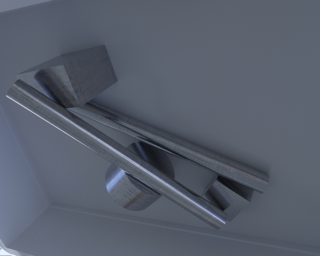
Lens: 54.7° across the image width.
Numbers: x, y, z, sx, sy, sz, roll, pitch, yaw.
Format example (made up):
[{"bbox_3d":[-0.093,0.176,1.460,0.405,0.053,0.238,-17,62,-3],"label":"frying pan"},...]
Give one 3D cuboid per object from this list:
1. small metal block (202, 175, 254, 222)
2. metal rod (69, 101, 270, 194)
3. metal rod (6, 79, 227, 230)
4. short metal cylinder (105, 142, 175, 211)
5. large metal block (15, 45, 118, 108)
[{"bbox_3d":[0.088,0.091,0.416,0.050,0.025,0.050,33,129,6],"label":"small metal block"},{"bbox_3d":[-0.005,0.014,0.417,0.301,0.025,0.025,23,127,14],"label":"metal rod"},{"bbox_3d":[-0.042,0.038,0.376,0.301,0.025,0.025,34,130,-11],"label":"metal rod"},{"bbox_3d":[-0.027,0.066,0.424,0.080,0.080,0.050,42,129,-2],"label":"short metal cylinder"},{"bbox_3d":[-0.115,-0.063,0.392,0.080,0.080,0.050,-4,117,29],"label":"large metal block"}]
